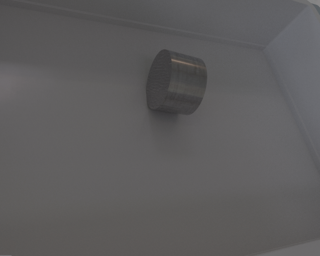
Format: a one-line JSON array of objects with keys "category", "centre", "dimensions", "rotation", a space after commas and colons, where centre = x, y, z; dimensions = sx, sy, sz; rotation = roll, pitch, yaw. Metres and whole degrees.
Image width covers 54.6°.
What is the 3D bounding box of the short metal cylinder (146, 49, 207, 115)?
[{"category": "short metal cylinder", "centre": [0.020, -0.060, 0.417], "dimensions": [0.050, 0.080, 0.080], "rotation": [9, 58, -24]}]
